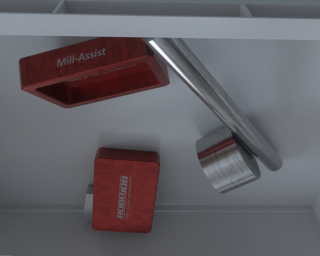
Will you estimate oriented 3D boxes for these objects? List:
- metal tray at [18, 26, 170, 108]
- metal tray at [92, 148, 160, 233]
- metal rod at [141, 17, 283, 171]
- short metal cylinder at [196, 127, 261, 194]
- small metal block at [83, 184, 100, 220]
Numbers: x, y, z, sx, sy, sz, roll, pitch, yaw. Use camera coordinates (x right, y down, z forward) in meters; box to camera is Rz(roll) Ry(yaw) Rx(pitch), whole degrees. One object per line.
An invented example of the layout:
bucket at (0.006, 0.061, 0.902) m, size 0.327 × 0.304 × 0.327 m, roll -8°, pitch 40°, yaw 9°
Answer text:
metal tray at (-0.062, -0.057, 0.323) m, size 0.131 × 0.030 × 0.090 m, roll -12°, pitch 169°, yaw 9°
metal tray at (-0.052, 0.096, 0.464) m, size 0.091 × 0.030 × 0.129 m, roll 5°, pitch 114°, yaw -5°
metal rod at (0.082, -0.014, 0.354) m, size 0.025 × 0.025 × 0.301 m, roll -30°, pitch 138°, yaw 22°
short metal cylinder at (0.090, 0.040, 0.408) m, size 0.050 × 0.080 × 0.080 m, roll -29°, pitch 125°, yaw 22°
small metal block at (-0.096, 0.123, 0.504) m, size 0.050 × 0.025 × 0.050 m, roll 9°, pitch 113°, yaw -8°
